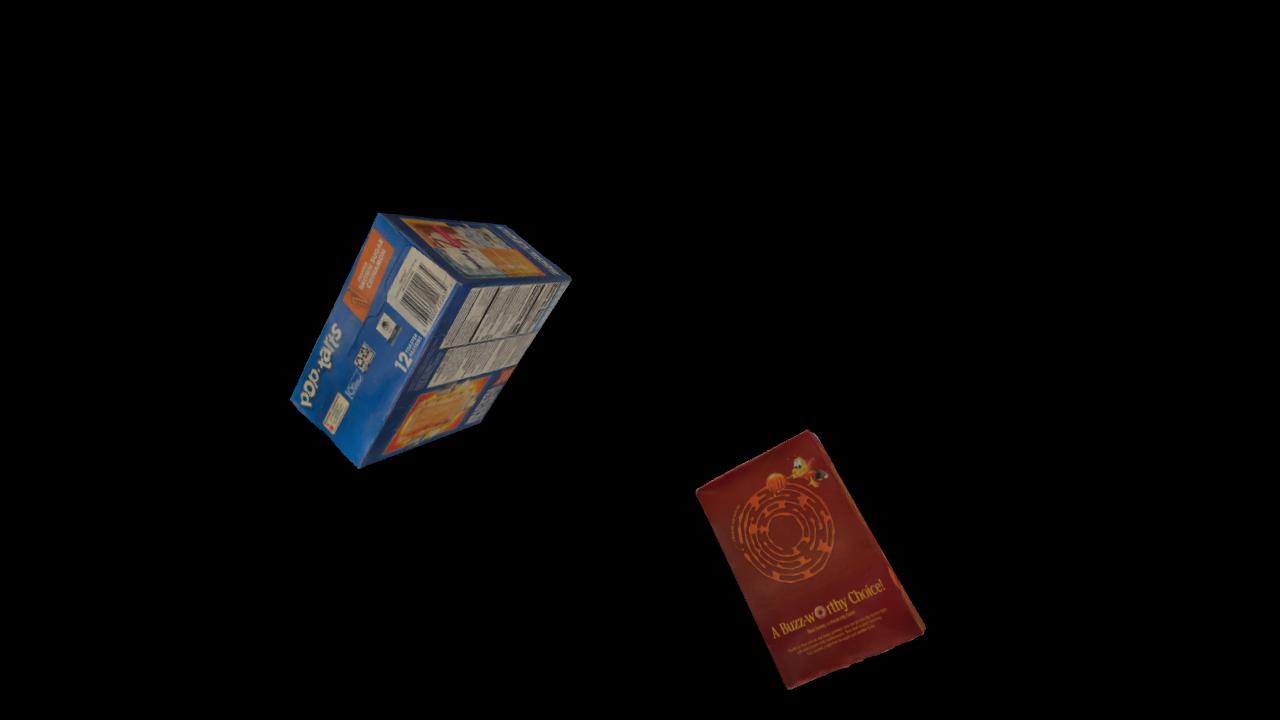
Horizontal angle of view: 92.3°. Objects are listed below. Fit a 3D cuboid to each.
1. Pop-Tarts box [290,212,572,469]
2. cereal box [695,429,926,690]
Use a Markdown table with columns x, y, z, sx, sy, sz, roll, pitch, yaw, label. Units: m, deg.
| x | y | z | sx | sy | sz | roll | pitch | yaw | label |
| --- | --- | --- | --- | --- | --- | --- | --- | --- | --- |
| -0.156 | -0.019 | 0.474 | 0.083 | 0.167 | 0.141 | 42 | 22 | 13 | Pop-Tarts box |
| 0.237 | 0.281 | 0.896 | 0.203 | 0.306 | 0.081 | -33 | -26 | 16 | cereal box |
